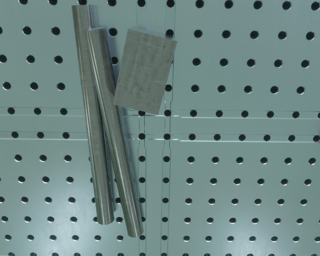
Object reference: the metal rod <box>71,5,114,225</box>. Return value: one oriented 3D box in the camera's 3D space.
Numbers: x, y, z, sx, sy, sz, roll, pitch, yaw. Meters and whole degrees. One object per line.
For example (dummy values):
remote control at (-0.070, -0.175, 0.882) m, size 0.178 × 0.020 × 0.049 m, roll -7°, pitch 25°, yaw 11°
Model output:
metal rod at (-0.085, -0.003, 0.411) m, size 0.025 × 0.025 × 0.298 m, roll -2°, pitch 110°, yaw 0°

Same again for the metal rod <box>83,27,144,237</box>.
metal rod at (-0.055, 0.023, 0.410) m, size 0.025 × 0.025 × 0.298 m, roll -7°, pitch 114°, yaw 2°

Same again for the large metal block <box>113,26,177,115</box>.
large metal block at (-0.017, -0.070, 0.358) m, size 0.050 × 0.080 × 0.079 m, roll 13°, pitch 110°, yaw -5°
